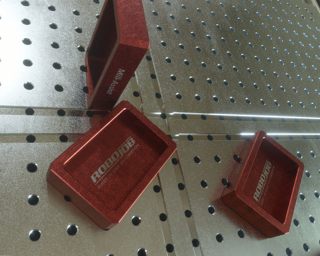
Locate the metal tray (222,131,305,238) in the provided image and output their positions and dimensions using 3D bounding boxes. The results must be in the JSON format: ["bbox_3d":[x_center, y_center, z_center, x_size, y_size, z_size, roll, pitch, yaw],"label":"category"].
[{"bbox_3d":[0.151,0.076,0.442,0.090,0.030,0.130,39,51,-3],"label":"metal tray"}]

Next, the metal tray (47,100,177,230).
[{"bbox_3d":[-0.050,0.037,0.356,0.090,0.030,0.131,42,51,0],"label":"metal tray"}]

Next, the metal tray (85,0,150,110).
[{"bbox_3d":[-0.057,-0.091,0.367,0.030,0.129,0.090,5,60,-27],"label":"metal tray"}]
